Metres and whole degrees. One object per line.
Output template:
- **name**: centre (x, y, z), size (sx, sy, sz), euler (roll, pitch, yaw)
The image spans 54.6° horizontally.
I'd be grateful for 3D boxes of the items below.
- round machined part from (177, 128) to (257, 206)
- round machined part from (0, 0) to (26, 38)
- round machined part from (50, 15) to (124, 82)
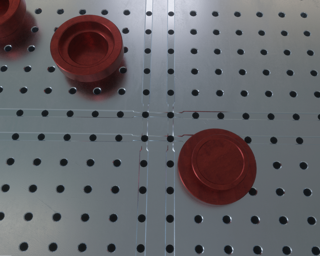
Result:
- **round machined part**: centre (0.072, 0.046, 0.386), size (0.099, 0.042, 0.098), euler (0, 70, 0)
- **round machined part**: centre (-0.250, -0.175, 0.465), size (0.099, 0.042, 0.098), euler (0, 70, 0)
- **round machined part**: centre (-0.100, -0.108, 0.442), size (0.099, 0.042, 0.098), euler (0, 70, 0)
